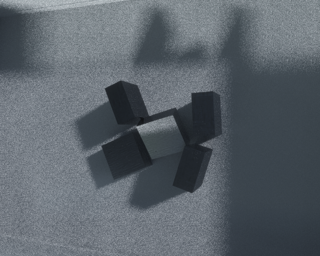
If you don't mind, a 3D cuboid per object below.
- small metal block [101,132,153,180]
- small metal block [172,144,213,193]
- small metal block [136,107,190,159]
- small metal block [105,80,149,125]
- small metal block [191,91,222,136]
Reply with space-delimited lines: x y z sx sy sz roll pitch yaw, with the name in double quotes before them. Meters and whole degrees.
"small metal block" -0.045 0.038 0.427 0.050 0.025 0.050 -24 82 18
"small metal block" 0.042 0.048 0.382 0.025 0.050 0.050 19 96 19
"small metal block" 0.005 0.007 0.398 0.050 0.025 0.050 -17 110 19
"small metal block" -0.042 -0.032 0.412 0.025 0.050 0.050 -24 82 19
"small metal block" 0.058 -0.016 0.377 0.025 0.050 0.050 -3 89 20
